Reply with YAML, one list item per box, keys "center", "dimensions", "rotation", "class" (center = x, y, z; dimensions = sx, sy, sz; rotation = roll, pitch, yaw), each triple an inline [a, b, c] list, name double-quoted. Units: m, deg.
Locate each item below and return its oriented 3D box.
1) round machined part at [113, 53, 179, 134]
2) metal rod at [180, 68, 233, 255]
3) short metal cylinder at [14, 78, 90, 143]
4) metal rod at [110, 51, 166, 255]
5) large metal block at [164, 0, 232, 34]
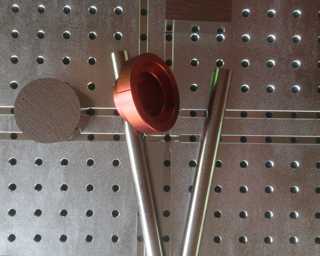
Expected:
- center: [-0.020, -0.040, 0.386]
  dimensions: [0.042, 0.099, 0.097]
  rotation: [-10, 90, 35]
  class: "round machined part"
- center: [0.058, 0.070, 0.414]
  dimensions: [0.025, 0.025, 0.298]
  rotation: [11, 90, -1]
  class: "metal rod"
- center: [-0.136, -0.021, 0.399]
  dimensions: [0.081, 0.050, 0.079]
  rotation: [0, 90, -1]
  class: "short metal cylinder"
- center: [-0.027, 0.048, 0.413]
  dimensions: [0.025, 0.025, 0.298]
  rotation: [-10, 90, 0]
  class: "metal rod"
- center: [0.048, -0.170, 0.401]
  dimensions: [0.081, 0.050, 0.079]
  rotation: [2, 90, -1]
  class: "large metal block"
